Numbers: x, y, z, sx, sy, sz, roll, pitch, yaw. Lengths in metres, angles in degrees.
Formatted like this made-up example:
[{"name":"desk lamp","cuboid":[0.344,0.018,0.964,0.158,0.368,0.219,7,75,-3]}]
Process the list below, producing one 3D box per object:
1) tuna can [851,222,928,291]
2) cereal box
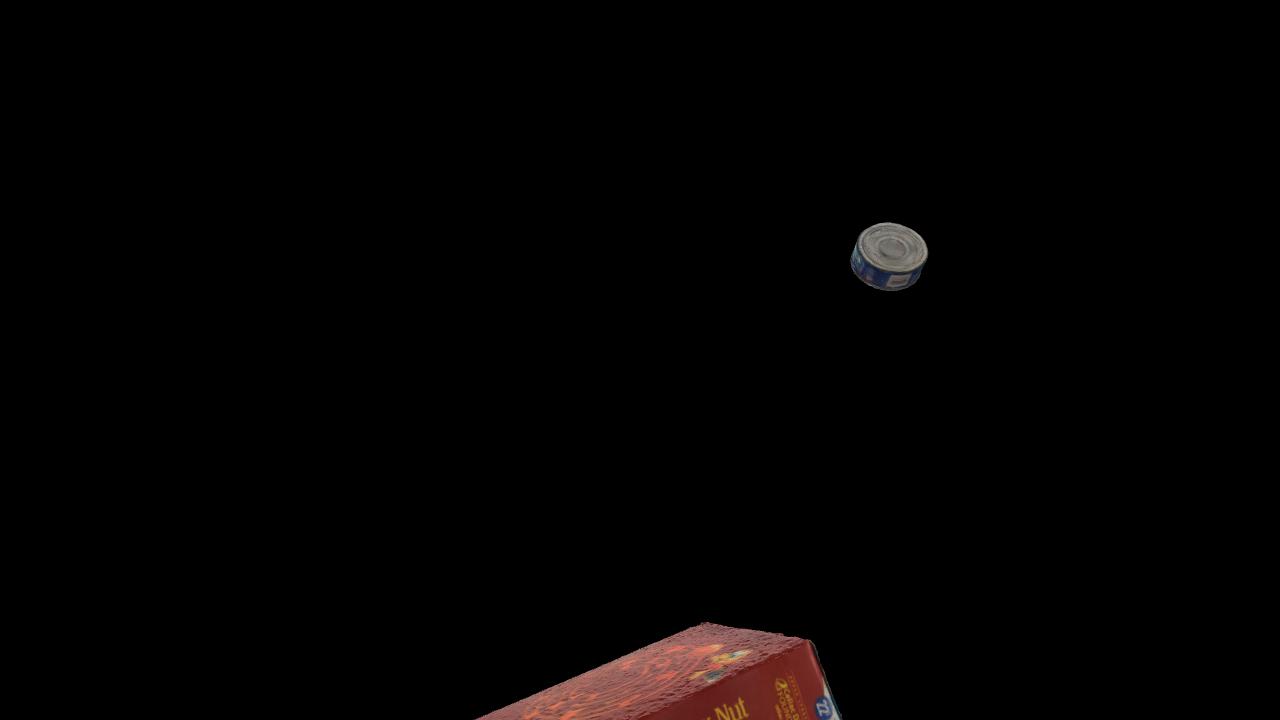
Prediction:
[{"name":"tuna can","cuboid":[0.302,-0.126,0.745,0.084,0.084,0.034,0,-33,4]},{"name":"cereal box","cuboid":[-0.037,0.278,0.430,0.306,0.081,0.203,-13,-15,-20]}]
